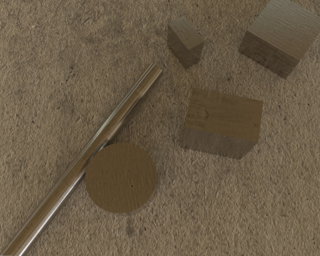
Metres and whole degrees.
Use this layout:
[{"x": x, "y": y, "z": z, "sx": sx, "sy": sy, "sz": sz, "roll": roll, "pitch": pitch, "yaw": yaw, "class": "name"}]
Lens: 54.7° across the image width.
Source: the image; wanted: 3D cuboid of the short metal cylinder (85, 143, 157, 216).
[{"x": -0.044, "y": 0.063, "z": 0.372, "sx": 0.081, "sy": 0.050, "sz": 0.080, "roll": 0, "pitch": 70, "yaw": 0, "class": "short metal cylinder"}]

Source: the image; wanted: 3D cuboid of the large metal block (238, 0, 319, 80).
[{"x": 0.173, "y": -0.131, "z": 0.444, "sx": 0.080, "sy": 0.050, "sz": 0.080, "roll": 35, "pitch": 74, "yaw": 12, "class": "large metal block"}]

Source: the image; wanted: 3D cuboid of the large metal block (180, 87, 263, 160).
[{"x": 0.072, "y": -0.002, "z": 0.380, "sx": 0.080, "sy": 0.080, "sz": 0.050, "roll": 12, "pitch": 71, "yaw": 4, "class": "large metal block"}]

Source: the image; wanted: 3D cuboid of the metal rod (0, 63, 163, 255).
[{"x": -0.089, "y": 0.034, "z": 0.394, "sx": 0.025, "sy": 0.025, "sz": 0.300, "roll": 32, "pitch": 73, "yaw": 11, "class": "metal rod"}]

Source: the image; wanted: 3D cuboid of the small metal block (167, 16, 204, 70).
[{"x": 0.035, "y": -0.120, "z": 0.439, "sx": 0.025, "sy": 0.050, "sz": 0.050, "roll": -31, "pitch": 73, "yaw": -10, "class": "small metal block"}]
